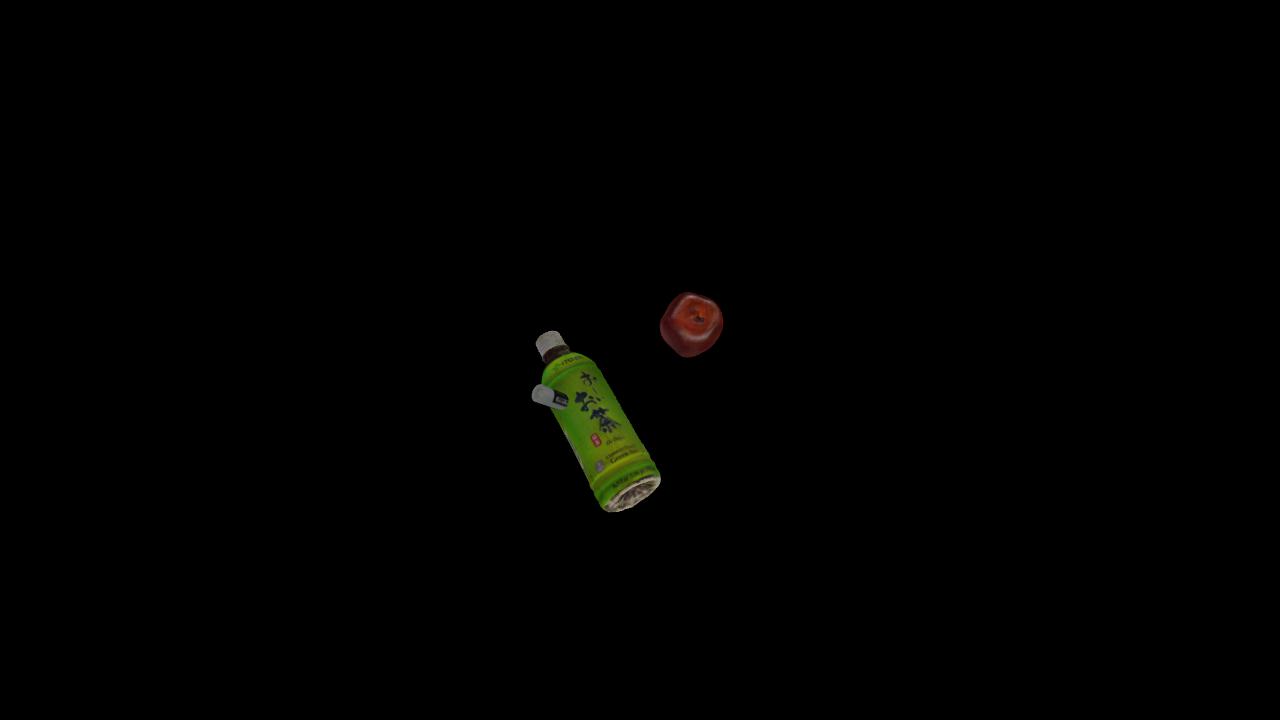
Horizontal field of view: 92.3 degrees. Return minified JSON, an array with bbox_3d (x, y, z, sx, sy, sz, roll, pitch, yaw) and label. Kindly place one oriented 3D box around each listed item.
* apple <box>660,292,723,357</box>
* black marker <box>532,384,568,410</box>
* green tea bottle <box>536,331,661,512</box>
[{"bbox_3d":[0.063,-0.042,0.764,0.079,0.079,0.093,0,-10,-8],"label":"apple"},{"bbox_3d":[-0.064,0.053,0.660,0.020,0.020,0.121,0,-19,43],"label":"black marker"},{"bbox_3d":[-0.057,0.056,0.659,0.073,0.212,0.073,-27,-26,-14],"label":"green tea bottle"}]
